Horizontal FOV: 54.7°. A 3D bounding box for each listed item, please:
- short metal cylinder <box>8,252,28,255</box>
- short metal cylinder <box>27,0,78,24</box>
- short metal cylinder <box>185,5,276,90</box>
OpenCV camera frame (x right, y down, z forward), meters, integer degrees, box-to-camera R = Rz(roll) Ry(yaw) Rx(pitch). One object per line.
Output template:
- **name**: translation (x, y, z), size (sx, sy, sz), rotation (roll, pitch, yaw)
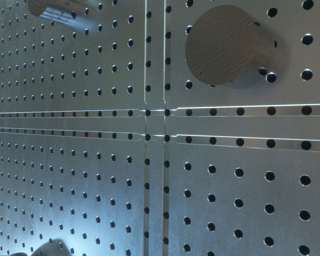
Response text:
- **short metal cylinder**: translation (-0.288, 0.294, 0.607), size (0.050, 0.081, 0.079), rotation (40, 114, 32)
- **short metal cylinder**: translation (-0.190, -0.231, 0.546), size (0.080, 0.050, 0.079), rotation (0, 90, 39)
- **short metal cylinder**: translation (0.074, -0.083, 0.331), size (0.080, 0.050, 0.079), rotation (0, 90, 39)
